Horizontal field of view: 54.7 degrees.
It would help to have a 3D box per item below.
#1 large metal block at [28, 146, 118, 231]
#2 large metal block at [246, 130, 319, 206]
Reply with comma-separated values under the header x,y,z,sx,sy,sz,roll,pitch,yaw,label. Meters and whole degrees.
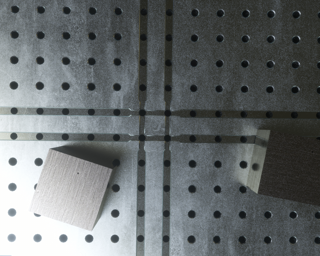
x,y,z,sx,sy,sz,roll,pitch,yaw,label
-0.108,0.075,0.400,0.080,0.050,0.080,18,90,-1,large metal block
0.166,0.049,0.403,0.080,0.050,0.080,12,90,-1,large metal block
